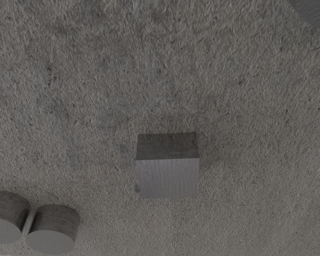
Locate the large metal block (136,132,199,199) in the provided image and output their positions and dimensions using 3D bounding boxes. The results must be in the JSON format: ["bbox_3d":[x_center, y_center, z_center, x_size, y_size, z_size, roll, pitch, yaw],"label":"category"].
[{"bbox_3d":[0.012,0.054,0.437,0.080,0.050,0.079,-2,130,2],"label":"large metal block"}]

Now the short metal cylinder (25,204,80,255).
[{"bbox_3d":[-0.185,0.177,0.540,0.081,0.050,0.079,0,130,0],"label":"short metal cylinder"}]

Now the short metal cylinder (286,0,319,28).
[{"bbox_3d":[0.154,-0.137,0.276,0.081,0.050,0.079,0,130,0],"label":"short metal cylinder"}]

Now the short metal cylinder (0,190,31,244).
[{"bbox_3d":[-0.264,0.149,0.515,0.081,0.050,0.079,0,130,0],"label":"short metal cylinder"}]
